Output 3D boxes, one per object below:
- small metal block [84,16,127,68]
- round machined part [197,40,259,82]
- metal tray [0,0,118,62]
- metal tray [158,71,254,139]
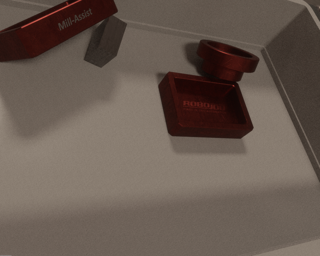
[{"bbox_3d":[-0.072,-0.114,0.411,0.025,0.050,0.050,24,69,-28],"label":"small metal block"},{"bbox_3d":[0.105,-0.107,0.501,0.099,0.042,0.098,14,25,-6],"label":"round machined part"},{"bbox_3d":[-0.125,-0.123,0.365,0.131,0.090,0.030,-45,126,-35],"label":"metal tray"},{"bbox_3d":[0.069,-0.032,0.460,0.131,0.030,0.090,3,60,-27],"label":"metal tray"}]
